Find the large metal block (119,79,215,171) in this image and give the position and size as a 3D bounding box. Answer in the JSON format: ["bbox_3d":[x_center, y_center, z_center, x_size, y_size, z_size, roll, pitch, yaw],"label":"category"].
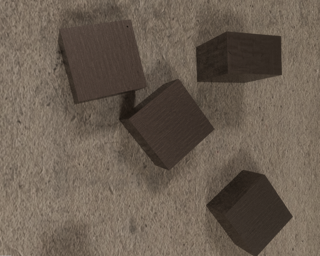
[{"bbox_3d":[0.008,-0.005,0.400,0.080,0.050,0.080,-41,103,-16],"label":"large metal block"}]

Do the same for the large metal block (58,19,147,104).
[{"bbox_3d":[-0.070,-0.077,0.370,0.081,0.050,0.080,-15,95,-20],"label":"large metal block"}]

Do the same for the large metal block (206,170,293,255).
[{"bbox_3d":[0.128,0.119,0.445,0.080,0.050,0.080,-40,103,-16],"label":"large metal block"}]

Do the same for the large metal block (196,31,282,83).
[{"bbox_3d":[0.104,-0.092,0.420,0.081,0.080,0.050,-2,91,-20],"label":"large metal block"}]
